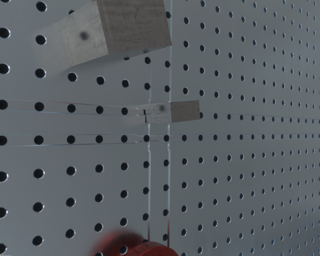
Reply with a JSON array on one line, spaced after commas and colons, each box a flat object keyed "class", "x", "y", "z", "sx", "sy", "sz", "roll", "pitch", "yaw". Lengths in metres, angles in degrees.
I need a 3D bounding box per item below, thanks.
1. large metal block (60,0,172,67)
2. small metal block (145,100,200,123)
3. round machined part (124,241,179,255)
[{"class": "large metal block", "x": -0.048, "y": -0.102, "z": 0.333, "sx": 0.081, "sy": 0.080, "sz": 0.050, "roll": -20, "pitch": 103, "yaw": -38}, {"class": "small metal block", "x": 0.016, "y": -0.021, "z": 0.406, "sx": 0.050, "sy": 0.050, "sz": 0.025, "roll": -8, "pitch": 95, "yaw": -40}, {"class": "round machined part", "x": -0.020, "y": 0.189, "z": 0.381, "sx": 0.099, "sy": 0.042, "sz": 0.097, "roll": 0, "pitch": 90, "yaw": -40}]
